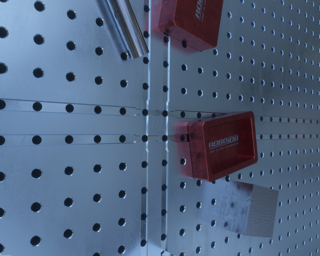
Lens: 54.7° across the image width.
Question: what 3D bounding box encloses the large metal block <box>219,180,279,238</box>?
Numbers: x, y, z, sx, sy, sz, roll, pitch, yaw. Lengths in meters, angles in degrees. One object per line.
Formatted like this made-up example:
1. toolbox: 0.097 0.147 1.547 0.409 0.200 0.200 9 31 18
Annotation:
1. large metal block: 0.152 0.137 0.524 0.080 0.050 0.080 20 78 -39

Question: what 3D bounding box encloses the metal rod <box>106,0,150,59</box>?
1. metal rod: -0.079 -0.222 0.343 0.025 0.025 0.299 -36 112 -35

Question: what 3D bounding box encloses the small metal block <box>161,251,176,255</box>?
1. small metal block: 0.012 0.196 0.405 0.050 0.050 0.025 -37 113 -34

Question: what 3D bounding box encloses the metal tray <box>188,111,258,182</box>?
1. metal tray: 0.105 0.025 0.496 0.131 0.030 0.089 -12 98 -40

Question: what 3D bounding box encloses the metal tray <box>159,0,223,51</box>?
1. metal tray: 0.051 -0.190 0.451 0.091 0.030 0.129 15 80 -39
